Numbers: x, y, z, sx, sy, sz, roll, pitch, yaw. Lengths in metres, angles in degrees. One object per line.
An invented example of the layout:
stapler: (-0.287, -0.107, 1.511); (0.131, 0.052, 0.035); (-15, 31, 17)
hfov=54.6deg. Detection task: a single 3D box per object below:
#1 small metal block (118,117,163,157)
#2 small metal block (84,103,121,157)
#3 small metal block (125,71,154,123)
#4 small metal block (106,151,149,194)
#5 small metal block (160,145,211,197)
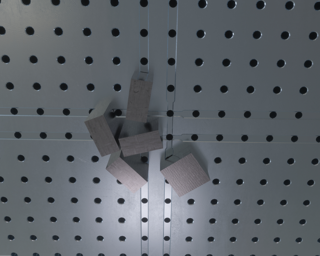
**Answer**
small metal block: (-0.023, 0.011, 0.404); (0.050, 0.050, 0.025); (-13, 110, 4)
small metal block: (-0.070, 0.002, 0.400); (0.025, 0.050, 0.050); (-20, 109, 7)
small metal block: (-0.025, -0.040, 0.385); (0.025, 0.050, 0.050); (9, 110, -3)
small metal block: (-0.042, 0.052, 0.419); (0.025, 0.050, 0.050); (-42, 105, 14)
small metal block: (0.035, 0.061, 0.436); (0.050, 0.025, 0.050); (-32, 107, 11)
